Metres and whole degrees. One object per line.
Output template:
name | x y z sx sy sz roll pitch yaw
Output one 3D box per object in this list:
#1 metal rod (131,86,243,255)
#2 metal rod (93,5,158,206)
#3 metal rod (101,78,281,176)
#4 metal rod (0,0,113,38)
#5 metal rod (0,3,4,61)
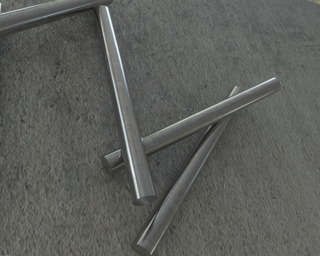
metal rod | 0.054 0.034 0.411 0.025 0.025 0.301 40 51 -2
metal rod | -0.051 -0.050 0.383 0.025 0.025 0.299 2 54 -27
metal rod | 0.060 -0.013 0.419 0.302 0.025 0.025 -25 75 -29
metal rod | -0.158 -0.134 0.375 0.025 0.025 0.302 44 43 2
metal rod | -0.182 -0.018 0.316 0.025 0.025 0.299 3 60 -27
